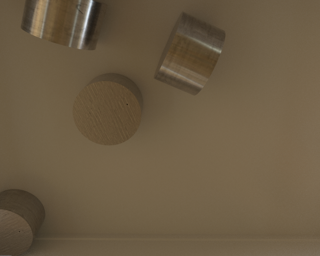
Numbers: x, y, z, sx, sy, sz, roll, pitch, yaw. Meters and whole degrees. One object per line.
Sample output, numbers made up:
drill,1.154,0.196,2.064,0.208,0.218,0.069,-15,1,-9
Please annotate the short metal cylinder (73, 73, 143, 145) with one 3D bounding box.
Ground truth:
short metal cylinder,-0.062,-0.025,0.388,0.081,0.050,0.079,0,110,-1

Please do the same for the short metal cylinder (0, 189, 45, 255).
short metal cylinder,-0.214,0.136,0.445,0.081,0.050,0.079,0,110,-1

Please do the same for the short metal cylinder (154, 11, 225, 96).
short metal cylinder,0.032,-0.083,0.352,0.050,0.080,0.079,22,108,-8

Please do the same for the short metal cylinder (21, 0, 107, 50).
short metal cylinder,-0.103,-0.122,0.335,0.080,0.080,0.050,18,109,-7
